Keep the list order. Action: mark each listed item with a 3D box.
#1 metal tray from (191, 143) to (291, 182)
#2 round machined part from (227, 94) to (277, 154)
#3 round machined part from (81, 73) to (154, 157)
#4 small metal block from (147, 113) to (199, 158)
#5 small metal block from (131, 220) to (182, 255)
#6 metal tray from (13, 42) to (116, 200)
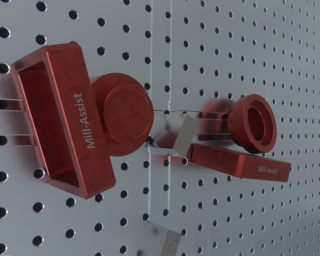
[{"bbox_3d":[0.123,0.053,0.467,0.131,0.090,0.030,12,90,-39],"label":"metal tray"},{"bbox_3d":[0.150,-0.005,0.516,0.099,0.042,0.098,13,71,-40],"label":"round machined part"},{"bbox_3d":[-0.046,-0.015,0.359,0.099,0.042,0.097,0,90,-40],"label":"round machined part"},{"bbox_3d":[0.017,0.009,0.407,0.025,0.050,0.050,36,68,-34],"label":"small metal block"},{"bbox_3d":[-0.006,0.149,0.388,0.025,0.050,0.050,31,71,-36],"label":"small metal block"},{"bbox_3d":[-0.091,-0.005,0.289,0.030,0.090,0.129,-21,104,-38],"label":"metal tray"}]
